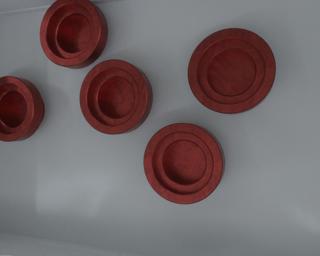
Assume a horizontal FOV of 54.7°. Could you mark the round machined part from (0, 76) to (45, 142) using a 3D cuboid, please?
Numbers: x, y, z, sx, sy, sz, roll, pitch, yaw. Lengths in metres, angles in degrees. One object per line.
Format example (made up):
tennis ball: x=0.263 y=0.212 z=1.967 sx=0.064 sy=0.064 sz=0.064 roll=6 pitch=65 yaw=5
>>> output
round machined part: x=-0.219 y=-0.029 z=0.477 sx=0.098 sy=0.042 sz=0.097 roll=0 pitch=90 yaw=19

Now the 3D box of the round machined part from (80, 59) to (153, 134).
round machined part: x=-0.055 y=-0.040 z=0.420 sx=0.098 sy=0.042 sz=0.097 roll=0 pitch=90 yaw=19

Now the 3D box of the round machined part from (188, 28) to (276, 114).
round machined part: x=0.086 y=-0.065 z=0.371 sx=0.098 sy=0.042 sz=0.097 roll=0 pitch=90 yaw=19

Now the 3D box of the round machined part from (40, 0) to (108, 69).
round machined part: x=-0.117 y=-0.133 z=0.441 sx=0.098 sy=0.042 sz=0.097 roll=0 pitch=90 yaw=19

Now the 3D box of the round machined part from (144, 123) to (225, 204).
round machined part: x=0.033 y=0.042 z=0.389 sx=0.098 sy=0.042 sz=0.097 roll=0 pitch=90 yaw=19
